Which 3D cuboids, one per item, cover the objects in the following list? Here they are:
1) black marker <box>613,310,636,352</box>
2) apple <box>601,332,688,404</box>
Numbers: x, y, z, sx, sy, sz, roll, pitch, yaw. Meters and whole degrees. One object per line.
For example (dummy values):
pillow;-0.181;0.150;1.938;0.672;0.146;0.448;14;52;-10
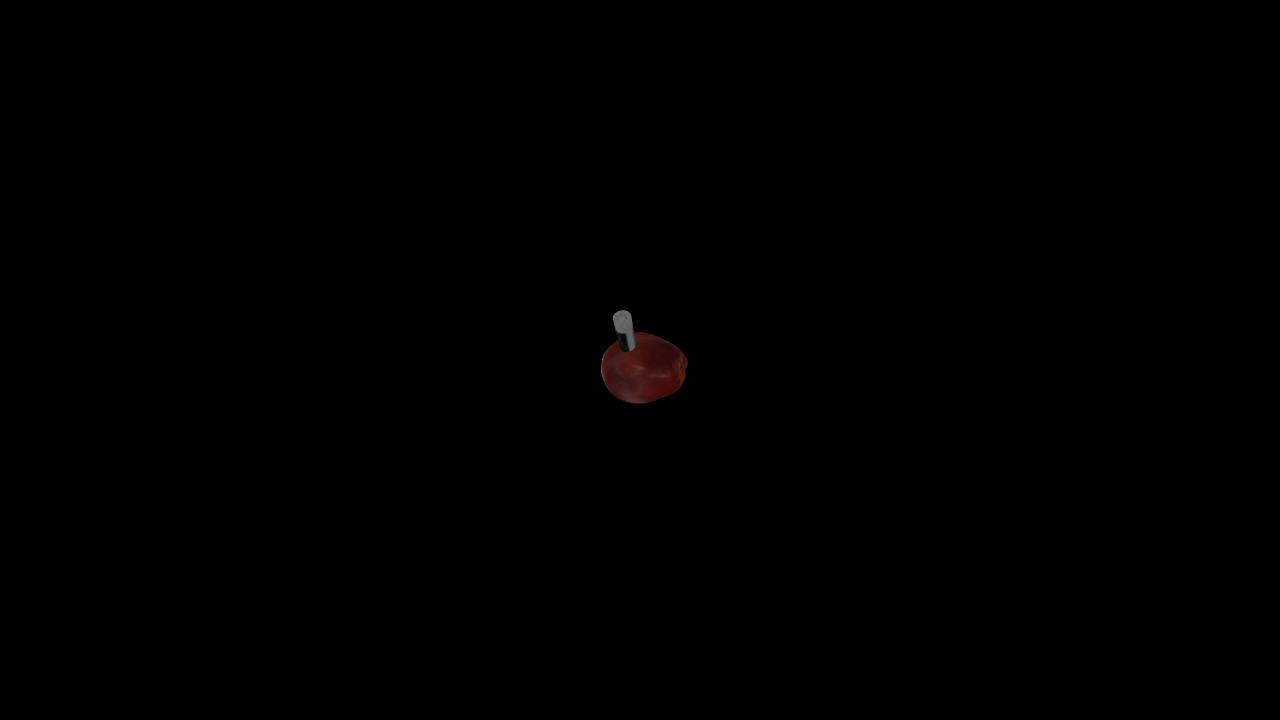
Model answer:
black marker;-0.010;-0.003;0.655;0.020;0.020;0.121;0;-42;9
apple;0.002;0.008;0.665;0.093;0.079;0.079;5;2;20
